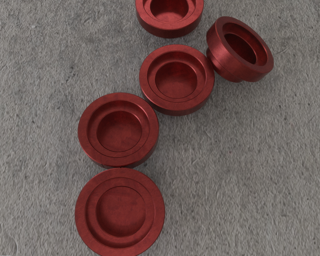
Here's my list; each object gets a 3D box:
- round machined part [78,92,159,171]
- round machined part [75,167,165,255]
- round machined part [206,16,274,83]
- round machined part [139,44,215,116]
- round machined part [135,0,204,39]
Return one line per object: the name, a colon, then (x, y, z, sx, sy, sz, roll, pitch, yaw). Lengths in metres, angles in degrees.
round machined part: (-0.050, 0.007, 0.395, 0.099, 0.042, 0.098, 0, 68, 0)
round machined part: (-0.044, 0.095, 0.358, 0.099, 0.042, 0.098, 0, 81, -1)
round machined part: (0.102, -0.101, 0.421, 0.099, 0.042, 0.098, 18, 51, -23)
round machined part: (0.022, -0.061, 0.421, 0.099, 0.042, 0.098, 0, 70, 0)
round machined part: (0.014, -0.174, 0.463, 0.099, 0.042, 0.098, 0, 70, 0)
